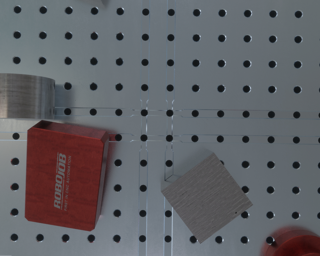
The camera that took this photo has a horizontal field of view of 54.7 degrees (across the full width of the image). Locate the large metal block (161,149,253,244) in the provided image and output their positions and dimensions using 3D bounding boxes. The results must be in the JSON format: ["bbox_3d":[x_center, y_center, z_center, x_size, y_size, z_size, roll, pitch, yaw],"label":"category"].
[{"bbox_3d":[0.057,0.085,0.401,0.080,0.050,0.080,-37,90,0],"label":"large metal block"}]

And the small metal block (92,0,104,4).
[{"bbox_3d":[-0.094,-0.202,0.412,0.050,0.025,0.050,19,90,0],"label":"small metal block"}]

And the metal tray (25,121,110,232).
[{"bbox_3d":[-0.118,0.062,0.390,0.091,0.030,0.129,10,109,0],"label":"metal tray"}]

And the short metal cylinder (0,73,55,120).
[{"bbox_3d":[-0.173,-0.036,0.384,0.081,0.080,0.050,1,90,0],"label":"short metal cylinder"}]

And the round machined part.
[{"bbox_3d":[0.193,0.190,0.406,0.099,0.042,0.097,0,90,0],"label":"round machined part"}]
